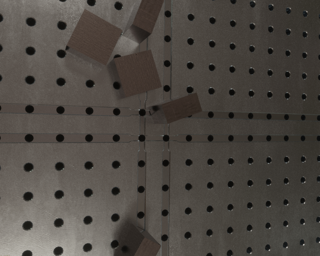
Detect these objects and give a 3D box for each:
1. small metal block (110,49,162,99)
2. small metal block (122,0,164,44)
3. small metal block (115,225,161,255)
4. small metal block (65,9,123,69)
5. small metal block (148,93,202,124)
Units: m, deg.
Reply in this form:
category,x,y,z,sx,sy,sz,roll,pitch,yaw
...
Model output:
category,x,y,z,sx,sy,sz,roll,pitch,yaw
small metal block,-0.031,-0.069,0.402,0.050,0.025,0.050,-19,97,-19
small metal block,-0.021,-0.141,0.392,0.025,0.050,0.050,22,83,-19
small metal block,-0.030,0.157,0.390,0.025,0.050,0.050,34,79,-17
small metal block,-0.082,-0.109,0.383,0.050,0.025,0.050,26,81,-19
small metal block,0.019,-0.025,0.408,0.050,0.050,0.025,-20,97,-19
